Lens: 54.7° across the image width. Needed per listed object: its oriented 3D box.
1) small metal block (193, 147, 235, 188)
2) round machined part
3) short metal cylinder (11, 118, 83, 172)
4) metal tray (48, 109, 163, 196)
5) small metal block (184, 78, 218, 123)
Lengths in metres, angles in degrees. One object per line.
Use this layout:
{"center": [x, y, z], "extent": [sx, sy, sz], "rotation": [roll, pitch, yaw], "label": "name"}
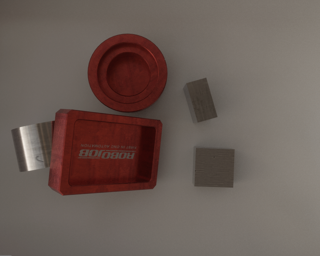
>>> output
{"center": [0.071, 0.051, 0.412], "extent": [0.050, 0.025, 0.050], "rotation": [2, 90, -1], "label": "small metal block"}
{"center": [-0.040, -0.068, 0.402], "extent": [0.099, 0.042, 0.097], "rotation": [0, 90, -1], "label": "round machined part"}
{"center": [-0.135, 0.020, 0.382], "extent": [0.080, 0.080, 0.050], "rotation": [-11, 90, 0], "label": "short metal cylinder"}
{"center": [-0.059, 0.029, 0.369], "extent": [0.131, 0.030, 0.089], "rotation": [6, 90, -41], "label": "metal tray"}
{"center": [0.051, -0.034, 0.400], "extent": [0.025, 0.050, 0.050], "rotation": [-16, 90, 0], "label": "small metal block"}
